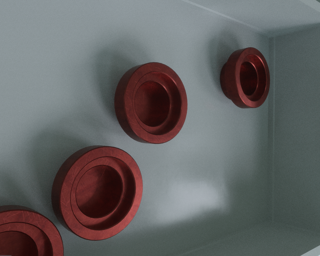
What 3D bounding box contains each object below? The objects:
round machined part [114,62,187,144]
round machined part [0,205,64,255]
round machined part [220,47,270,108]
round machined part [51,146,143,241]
[{"bbox_3d":[-0.015,-0.030,0.385,0.099,0.042,0.097,0,90,-40],"label":"round machined part"},{"bbox_3d":[-0.142,0.118,0.278,0.099,0.042,0.097,0,90,-40],"label":"round machined part"},{"bbox_3d":[0.137,-0.081,0.514,0.099,0.042,0.097,0,90,-40],"label":"round machined part"},{"bbox_3d":[-0.070,0.068,0.338,0.099,0.042,0.097,0,90,-40],"label":"round machined part"}]
